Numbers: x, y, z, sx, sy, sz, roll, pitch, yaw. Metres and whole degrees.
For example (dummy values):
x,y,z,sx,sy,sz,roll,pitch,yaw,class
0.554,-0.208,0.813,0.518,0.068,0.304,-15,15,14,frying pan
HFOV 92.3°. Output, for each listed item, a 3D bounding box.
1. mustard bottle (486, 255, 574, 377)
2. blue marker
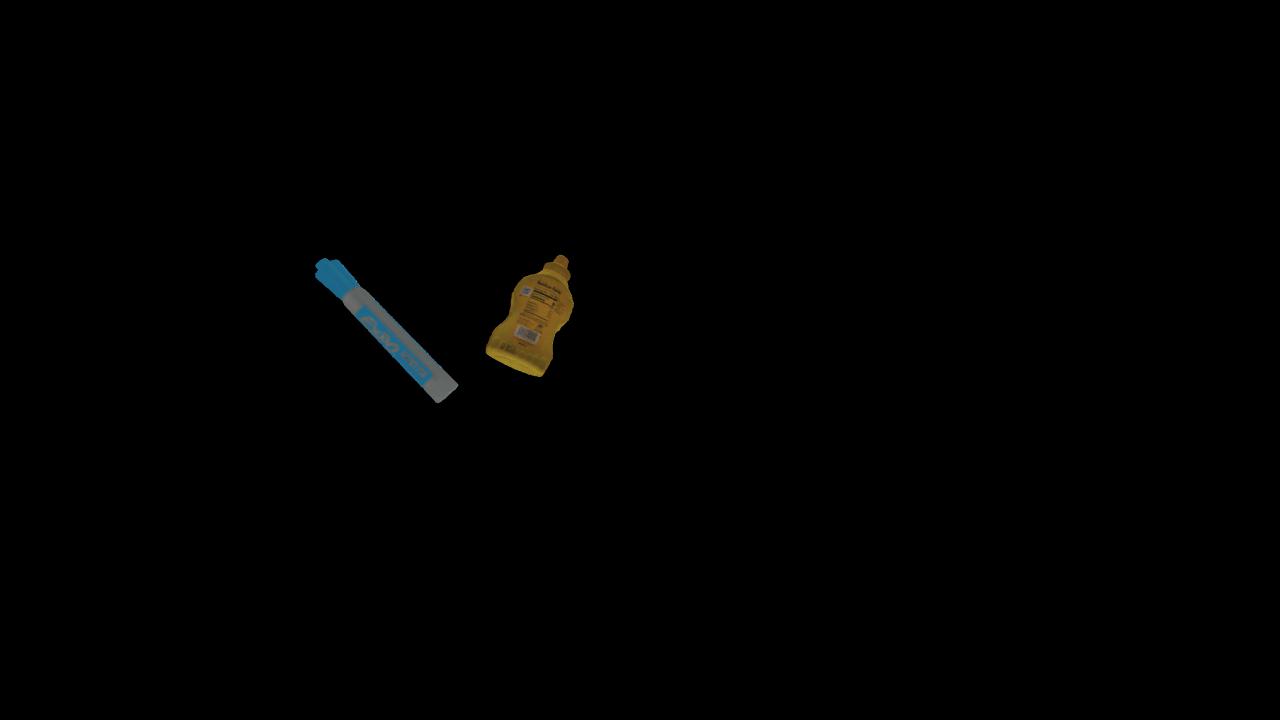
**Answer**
x,y,z,sx,sy,sz,roll,pitch,yaw,class
-0.145,-0.074,0.890,0.092,0.184,0.054,22,-20,-4,mustard bottle
-0.171,-0.021,0.413,0.020,0.121,0.020,-42,4,4,blue marker
